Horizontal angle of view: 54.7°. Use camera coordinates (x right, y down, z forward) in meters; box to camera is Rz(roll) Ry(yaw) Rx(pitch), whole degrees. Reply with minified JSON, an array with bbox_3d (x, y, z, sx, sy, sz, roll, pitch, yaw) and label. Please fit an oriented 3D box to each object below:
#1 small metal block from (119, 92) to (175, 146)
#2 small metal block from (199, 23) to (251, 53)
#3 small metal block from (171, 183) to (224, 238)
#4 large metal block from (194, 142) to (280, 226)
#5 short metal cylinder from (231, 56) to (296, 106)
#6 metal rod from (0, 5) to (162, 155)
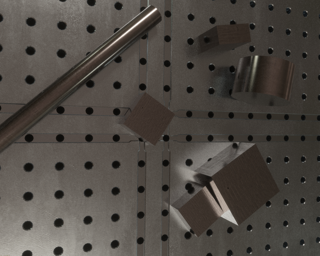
[{"bbox_3d":[-0.017,-0.011,0.407,0.050,0.025,0.050,36,78,-17],"label":"small metal block"},{"bbox_3d":[0.090,-0.125,0.434,0.050,0.050,0.025,-11,94,-20],"label":"small metal block"},{"bbox_3d":[0.053,0.114,0.434,0.050,0.025,0.050,-38,103,-16],"label":"small metal block"},{"bbox_3d":[0.109,0.076,0.441,0.080,0.050,0.080,-33,101,-17],"label":"large metal block"},{"bbox_3d":[0.146,-0.064,0.439,0.081,0.080,0.050,13,86,-20],"label":"short metal cylinder"},{"bbox_3d":[-0.112,-0.051,0.371,0.301,0.025,0.025,-44,104,-15],"label":"metal rod"}]
